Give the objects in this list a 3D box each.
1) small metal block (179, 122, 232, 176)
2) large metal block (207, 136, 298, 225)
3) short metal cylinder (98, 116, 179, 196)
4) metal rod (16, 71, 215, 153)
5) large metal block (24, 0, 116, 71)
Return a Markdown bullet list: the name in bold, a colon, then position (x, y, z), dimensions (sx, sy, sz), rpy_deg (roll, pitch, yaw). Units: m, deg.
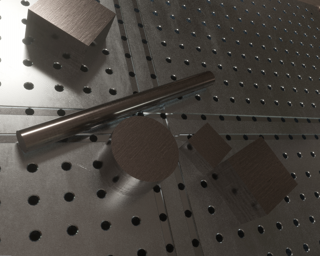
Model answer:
- **small metal block**: position (0.063, 0.028, 0.427), dimensions (0.050, 0.025, 0.050), rpy_deg (48, 51, 5)
- **large metal block**: position (0.124, 0.069, 0.419), dimensions (0.081, 0.050, 0.080), rpy_deg (-26, 76, -37)
- **short metal cylinder**: position (-0.025, 0.033, 0.360), dimensions (0.081, 0.050, 0.080), rpy_deg (14, 56, -21)
- **metal rod**: position (-0.032, -0.033, 0.412), dimensions (0.302, 0.025, 0.025), rpy_deg (-23, 75, -37)
- **large metal block**: position (-0.118, -0.137, 0.413), dimensions (0.080, 0.050, 0.080), rpy_deg (31, 52, -9)
